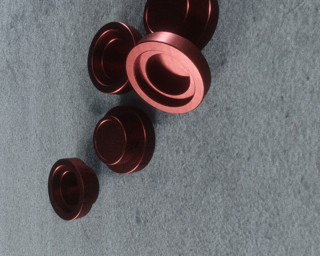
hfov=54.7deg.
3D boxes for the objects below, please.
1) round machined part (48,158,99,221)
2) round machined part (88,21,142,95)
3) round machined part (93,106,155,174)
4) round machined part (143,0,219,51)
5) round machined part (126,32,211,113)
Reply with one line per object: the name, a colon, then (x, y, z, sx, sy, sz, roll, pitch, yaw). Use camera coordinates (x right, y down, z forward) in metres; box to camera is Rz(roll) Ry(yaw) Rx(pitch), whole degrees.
round machined part: (-0.137, 0.097, 0.504, 0.098, 0.042, 0.097, 0, 90, 39)
round machined part: (-0.055, -0.095, 0.437, 0.098, 0.042, 0.097, 0, 90, 39)
round machined part: (-0.057, 0.017, 0.439, 0.098, 0.042, 0.097, 0, 90, 39)
round machined part: (0.018, -0.137, 0.377, 0.098, 0.042, 0.097, 0, 90, 39)
round machined part: (0.013, -0.067, 0.360, 0.098, 0.042, 0.097, 20, 141, 18)
